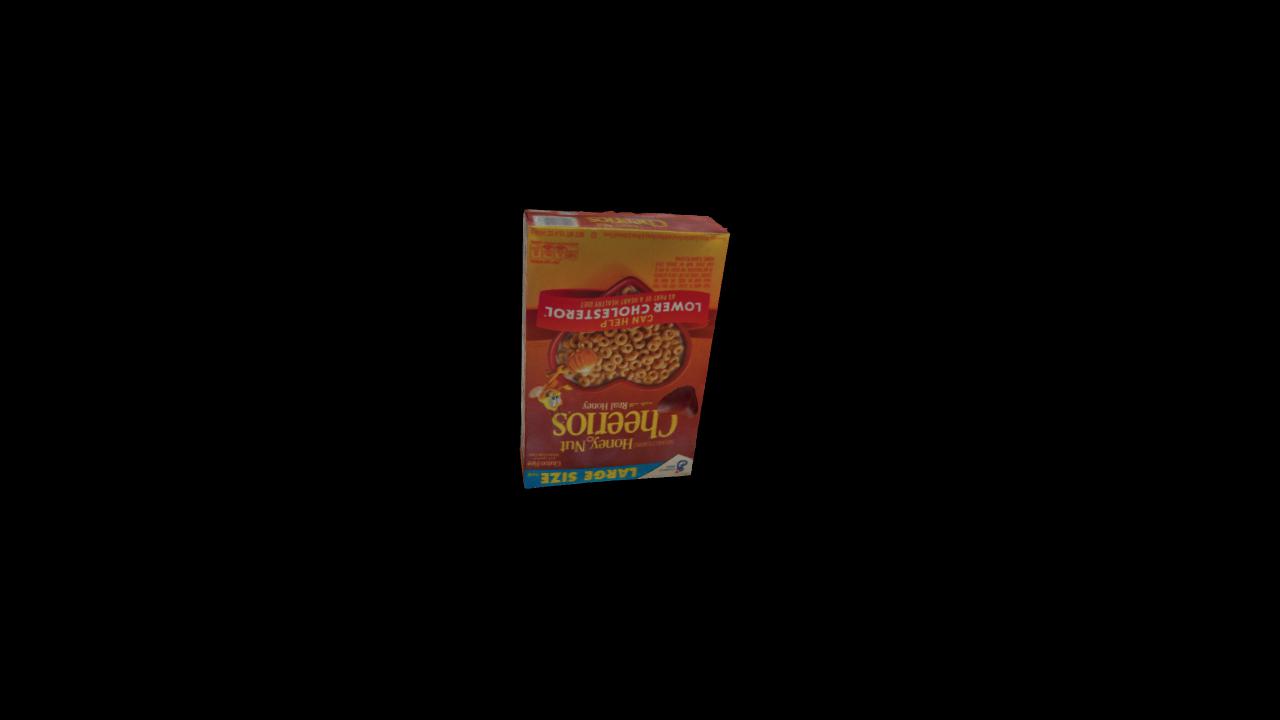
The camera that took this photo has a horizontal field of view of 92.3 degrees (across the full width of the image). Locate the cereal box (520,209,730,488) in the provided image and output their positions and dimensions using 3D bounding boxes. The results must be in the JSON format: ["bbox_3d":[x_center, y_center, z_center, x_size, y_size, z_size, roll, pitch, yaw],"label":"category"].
[{"bbox_3d":[-0.027,-0.004,0.676,0.203,0.306,0.081,-1,27,-14],"label":"cereal box"}]

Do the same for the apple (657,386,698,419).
[{"bbox_3d":[0.034,0.029,0.708,0.079,0.093,0.079,3,-21,1],"label":"apple"}]
